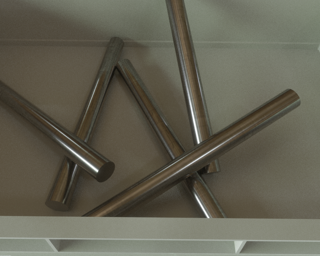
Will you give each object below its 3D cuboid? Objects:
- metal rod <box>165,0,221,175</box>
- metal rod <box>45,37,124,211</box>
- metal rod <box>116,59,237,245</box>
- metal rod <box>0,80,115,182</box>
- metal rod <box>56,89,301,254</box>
[{"bbox_3d":[0.035,-0.089,0.402,0.025,0.025,0.299,-8,75,-7],"label":"metal rod"},{"bbox_3d":[-0.092,-0.030,0.428,0.025,0.025,0.300,6,50,4],"label":"metal rod"},{"bbox_3d":[0.005,0.006,0.399,0.025,0.025,0.300,-19,53,-16],"label":"metal rod"},{"bbox_3d":[-0.168,-0.019,0.397,0.300,0.025,0.025,30,56,30],"label":"metal rod"},{"bbox_3d":[0.030,0.039,0.338,0.302,0.025,0.025,-30,56,-11],"label":"metal rod"}]
